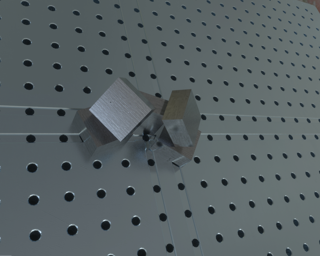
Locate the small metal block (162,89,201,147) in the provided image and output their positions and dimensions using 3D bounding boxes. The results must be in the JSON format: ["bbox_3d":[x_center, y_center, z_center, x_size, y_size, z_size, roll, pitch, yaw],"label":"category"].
[{"bbox_3d":[0.028,-0.012,0.382,0.050,0.025,0.050,64,35,-43],"label":"small metal block"}]

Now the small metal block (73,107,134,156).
[{"bbox_3d":[-0.069,-0.001,0.373,0.050,0.025,0.050,-21,73,-36],"label":"small metal block"}]

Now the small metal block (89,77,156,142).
[{"bbox_3d":[-0.041,-0.021,0.348,0.050,0.050,0.025,45,12,3],"label":"small metal block"}]

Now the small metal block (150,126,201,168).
[{"bbox_3d":[0.022,0.016,0.412,0.050,0.025,0.050,31,51,-9],"label":"small metal block"}]

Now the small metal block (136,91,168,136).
[{"bbox_3d":[-0.021,-0.018,0.393,0.050,0.050,0.025,17,55,-19],"label":"small metal block"}]
